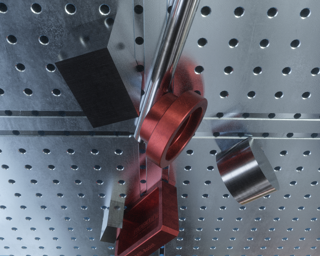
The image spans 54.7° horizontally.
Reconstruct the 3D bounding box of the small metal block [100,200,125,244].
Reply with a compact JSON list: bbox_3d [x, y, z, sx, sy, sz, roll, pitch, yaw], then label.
[{"bbox_3d":[-0.082,0.161,0.531,0.025,0.050,0.050,15,128,-13],"label":"small metal block"}]

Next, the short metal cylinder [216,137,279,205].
[{"bbox_3d":[0.121,0.059,0.428,0.050,0.080,0.080,-31,124,23],"label":"short metal cylinder"}]

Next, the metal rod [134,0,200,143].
[{"bbox_3d":[0.016,-0.098,0.328,0.025,0.025,0.298,12,129,-10],"label":"metal rod"}]

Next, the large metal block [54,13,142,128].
[{"bbox_3d":[-0.057,-0.060,0.324,0.050,0.080,0.080,-14,129,11],"label":"large metal block"}]

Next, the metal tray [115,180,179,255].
[{"bbox_3d":[-0.023,0.156,0.501,0.030,0.090,0.129,30,124,-23],"label":"metal tray"}]

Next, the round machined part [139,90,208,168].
[{"bbox_3d":[0.013,-0.004,0.373,0.042,0.099,0.097,34,131,17],"label":"round machined part"}]
